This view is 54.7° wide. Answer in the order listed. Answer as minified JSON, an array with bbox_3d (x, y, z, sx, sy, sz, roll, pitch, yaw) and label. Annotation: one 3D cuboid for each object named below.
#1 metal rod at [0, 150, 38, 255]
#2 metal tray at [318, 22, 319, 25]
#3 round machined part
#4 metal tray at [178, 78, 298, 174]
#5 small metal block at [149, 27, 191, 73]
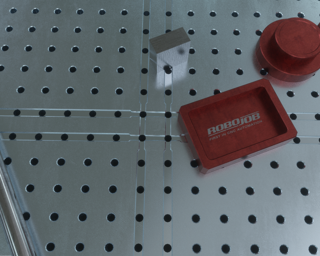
[{"bbox_3d":[-0.201,0.065,0.385,0.025,0.025,0.299,-26,72,-9],"label":"metal rod"},{"bbox_3d":[0.313,-0.140,0.464,0.130,0.030,0.090,41,75,13],"label":"metal tray"},{"bbox_3d":[0.194,-0.120,0.449,0.099,0.042,0.098,0,70,-1],"label":"round machined part"},{"bbox_3d":[0.100,-0.004,0.411,0.131,0.030,0.090,-19,71,-7],"label":"metal tray"},{"bbox_3d":[0.013,-0.110,0.439,0.050,0.050,0.025,-23,72,-9],"label":"small metal block"}]
